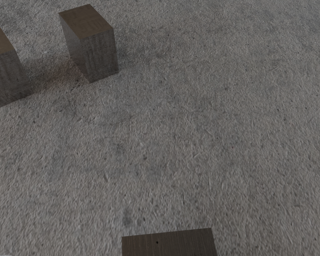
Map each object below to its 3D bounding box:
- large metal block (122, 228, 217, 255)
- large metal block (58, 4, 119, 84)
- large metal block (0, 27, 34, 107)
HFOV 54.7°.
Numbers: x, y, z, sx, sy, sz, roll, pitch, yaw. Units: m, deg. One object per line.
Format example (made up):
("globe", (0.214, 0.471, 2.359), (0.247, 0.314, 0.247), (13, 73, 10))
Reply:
("large metal block", (0.010, 0.139, 0.270), (0.081, 0.050, 0.080), (-4, 50, -4))
("large metal block", (-0.108, -0.129, 0.475), (0.050, 0.080, 0.080), (-26, 55, -20))
("large metal block", (-0.231, -0.091, 0.442), (0.050, 0.080, 0.080), (-28, 56, -22))
